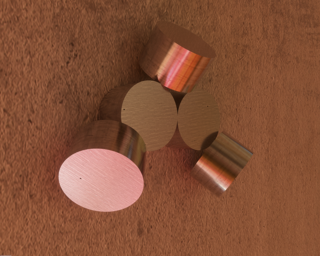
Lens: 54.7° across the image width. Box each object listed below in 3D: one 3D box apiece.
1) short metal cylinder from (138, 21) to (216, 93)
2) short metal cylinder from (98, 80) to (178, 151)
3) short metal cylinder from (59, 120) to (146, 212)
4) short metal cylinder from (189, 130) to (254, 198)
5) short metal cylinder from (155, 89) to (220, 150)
[{"bbox_3d":[0.021,-0.088,0.380,0.081,0.080,0.050,2,131,-40],"label":"short metal cylinder"},{"bbox_3d":[-0.026,-0.014,0.368,0.081,0.050,0.080,0,90,-40],"label":"short metal cylinder"},{"bbox_3d":[-0.055,0.039,0.316,0.080,0.080,0.050,54,19,-27],"label":"short metal cylinder"},{"bbox_3d":[0.085,0.050,0.434,0.050,0.080,0.080,38,58,12],"label":"short metal cylinder"},{"bbox_3d":[0.036,-0.011,0.420,0.081,0.050,0.080,0,90,-40],"label":"short metal cylinder"}]
